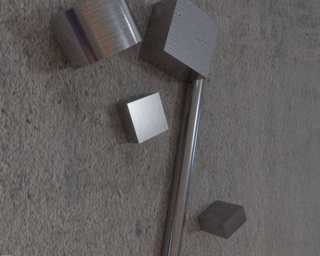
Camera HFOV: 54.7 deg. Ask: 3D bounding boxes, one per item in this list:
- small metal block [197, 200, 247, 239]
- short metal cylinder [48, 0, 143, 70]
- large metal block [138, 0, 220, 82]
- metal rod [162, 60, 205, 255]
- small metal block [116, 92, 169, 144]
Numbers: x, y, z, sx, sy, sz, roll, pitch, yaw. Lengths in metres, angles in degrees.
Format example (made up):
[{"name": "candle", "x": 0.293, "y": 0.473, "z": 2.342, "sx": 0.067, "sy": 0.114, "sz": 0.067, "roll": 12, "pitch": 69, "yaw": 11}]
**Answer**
[{"name": "small metal block", "x": 0.094, "y": 0.138, "z": 0.470, "sx": 0.050, "sy": 0.050, "sz": 0.025, "roll": -26, "pitch": 107, "yaw": -37}, {"name": "short metal cylinder", "x": -0.064, "y": -0.099, "z": 0.317, "sx": 0.080, "sy": 0.080, "sz": 0.050, "roll": -37, "pitch": 113, "yaw": -34}, {"name": "large metal block", "x": 0.027, "y": -0.116, "z": 0.413, "sx": 0.080, "sy": 0.050, "sz": 0.080, "roll": 24, "pitch": 75, "yaw": -38}, {"name": "metal rod", "x": 0.034, "y": 0.051, "z": 0.435, "sx": 0.025, "sy": 0.025, "sz": 0.298, "roll": 15, "pitch": 81, "yaw": -39}, {"name": "small metal block", "x": -0.021, "y": -0.013, "z": 0.389, "sx": 0.050, "sy": 0.025, "sz": 0.050, "roll": -26, "pitch": 106, "yaw": -37}]
